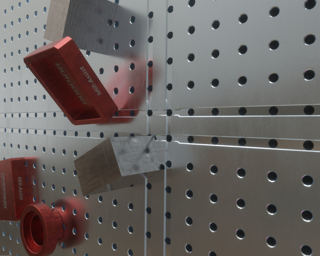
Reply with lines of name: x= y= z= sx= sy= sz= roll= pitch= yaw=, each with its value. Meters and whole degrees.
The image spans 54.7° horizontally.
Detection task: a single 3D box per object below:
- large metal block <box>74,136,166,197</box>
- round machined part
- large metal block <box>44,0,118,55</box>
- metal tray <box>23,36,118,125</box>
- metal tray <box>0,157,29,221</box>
large metal block: x=-0.054 y=0.050 z=0.419 sx=0.080 sy=0.081 sz=0.050 roll=-31 pitch=71 yaw=36
round machined part: x=-0.217 y=0.189 z=0.578 sx=0.098 sy=0.042 sz=0.097 roll=0 pitch=90 yaw=40
large metal block: x=-0.121 y=-0.164 z=0.473 sx=0.050 sy=0.081 sz=0.079 roll=27 pitch=107 yaw=37
metal tray: x=-0.132 y=-0.064 z=0.464 sx=0.090 sy=0.030 sz=0.130 roll=-4 pitch=129 yaw=40
metal tray: x=-0.326 y=0.134 z=0.676 sx=0.090 sy=0.030 sz=0.129 roll=-13 pitch=82 yaw=39
